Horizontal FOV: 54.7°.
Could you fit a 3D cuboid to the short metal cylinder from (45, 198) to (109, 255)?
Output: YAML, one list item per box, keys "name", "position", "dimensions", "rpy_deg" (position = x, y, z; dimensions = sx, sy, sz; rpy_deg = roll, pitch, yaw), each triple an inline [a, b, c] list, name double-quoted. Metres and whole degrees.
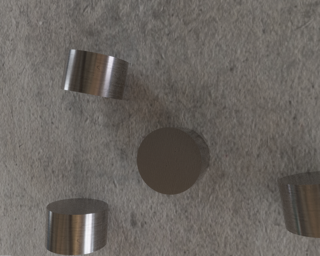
- name: "short metal cylinder"
  position: [-0.111, 0.130, 0.418]
  dimensions: [0.080, 0.080, 0.050]
  rpy_deg: [3, 91, 19]

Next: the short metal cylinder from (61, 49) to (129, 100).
- name: "short metal cylinder"
  position: [-0.085, -0.069, 0.409]
  dimensions: [0.080, 0.080, 0.050]
  rpy_deg: [12, 94, 19]

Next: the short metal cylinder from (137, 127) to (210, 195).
- name: "short metal cylinder"
  position: [0.018, 0.039, 0.389]
  dimensions: [0.080, 0.050, 0.079]
  rpy_deg: [0, 90, 19]

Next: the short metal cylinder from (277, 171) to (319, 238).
- name: "short metal cylinder"
  position: [0.168, 0.076, 0.321]
  dimensions: [0.080, 0.080, 0.050]
  rpy_deg: [-10, 87, 19]
